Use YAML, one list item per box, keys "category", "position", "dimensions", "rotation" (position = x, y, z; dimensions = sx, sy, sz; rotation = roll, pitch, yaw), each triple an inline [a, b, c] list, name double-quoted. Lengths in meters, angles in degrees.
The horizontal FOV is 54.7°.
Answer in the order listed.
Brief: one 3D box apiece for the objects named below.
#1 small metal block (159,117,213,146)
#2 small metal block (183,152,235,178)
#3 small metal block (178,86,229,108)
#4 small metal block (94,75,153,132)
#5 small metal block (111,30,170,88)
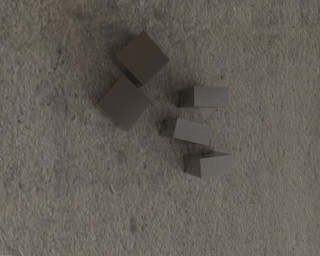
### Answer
- category: "small metal block"
  position: [0.033, 0.005, 0.409]
  dimensions: [0.050, 0.050, 0.025]
  rotation: [15, 85, -20]
- category: "small metal block"
  position: [0.066, 0.049, 0.422]
  dimensions: [0.050, 0.050, 0.025]
  rotation: [-5, 92, -20]
- category: "small metal block"
  position: [0.058, -0.040, 0.418]
  dimensions: [0.050, 0.050, 0.025]
  rotation: [-1, 91, -20]
- category: "small metal block"
  position: [-0.047, -0.031, 0.393]
  dimensions: [0.050, 0.025, 0.050]
  rotation: [42, 77, -16]
- category: "small metal block"
  position: [-0.025, -0.088, 0.401]
  dimensions: [0.050, 0.025, 0.050]
  rotation: [46, 75, -15]
